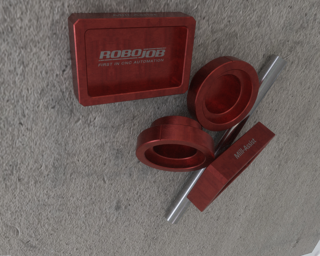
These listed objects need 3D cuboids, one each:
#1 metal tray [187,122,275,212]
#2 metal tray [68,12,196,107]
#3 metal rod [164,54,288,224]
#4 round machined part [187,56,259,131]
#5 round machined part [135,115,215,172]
[{"bbox_3d":[0.102,0.054,0.441,0.131,0.030,0.089,-33,157,-36],"label":"metal tray"},{"bbox_3d":[-0.028,-0.077,0.340,0.131,0.030,0.089,-10,123,-23],"label":"metal tray"},{"bbox_3d":[0.094,0.025,0.473,0.025,0.025,0.299,21,107,-36],"label":"metal rod"},{"bbox_3d":[0.078,-0.048,0.408,0.099,0.042,0.097,-14,124,-22],"label":"round machined part"},{"bbox_3d":[0.020,0.019,0.397,0.099,0.042,0.098,4,151,2],"label":"round machined part"}]
